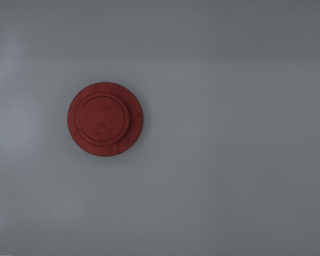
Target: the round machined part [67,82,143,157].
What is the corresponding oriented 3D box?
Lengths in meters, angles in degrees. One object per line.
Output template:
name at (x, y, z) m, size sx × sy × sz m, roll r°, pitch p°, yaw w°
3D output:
round machined part at (-0.072, -0.011, 0.402) m, size 0.099 × 0.042 × 0.097 m, roll 0°, pitch 90°, yaw 0°
